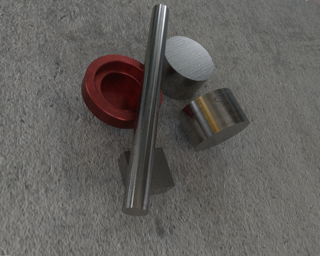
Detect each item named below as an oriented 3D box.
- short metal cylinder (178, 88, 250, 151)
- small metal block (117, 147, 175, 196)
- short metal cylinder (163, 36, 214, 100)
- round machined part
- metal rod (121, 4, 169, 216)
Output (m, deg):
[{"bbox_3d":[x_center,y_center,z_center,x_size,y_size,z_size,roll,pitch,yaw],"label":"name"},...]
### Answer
[{"bbox_3d":[0.071,-0.010,0.412,0.081,0.080,0.050,-14,69,-34],"label":"short metal cylinder"},{"bbox_3d":[-0.017,0.052,0.363,0.050,0.025,0.050,-4,64,-30],"label":"small metal block"},{"bbox_3d":[0.032,-0.088,0.459,0.081,0.050,0.080,14,56,-21],"label":"short metal cylinder"},{"bbox_3d":[-0.050,-0.041,0.391,0.099,0.042,0.098,14,56,-21],"label":"round machined part"},{"bbox_3d":[-0.011,-0.046,0.371,0.025,0.025,0.300,18,55,-18],"label":"metal rod"}]
